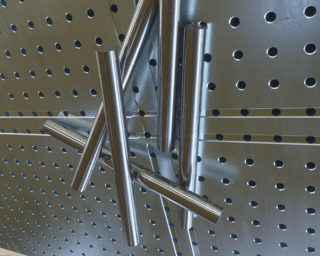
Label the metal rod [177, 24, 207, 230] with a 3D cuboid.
[{"bbox_3d":[0.037,0.021,0.402,0.025,0.025,0.298,13,124,21],"label":"metal rod"}]

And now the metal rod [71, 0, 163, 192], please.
[{"bbox_3d":[-0.064,-0.029,0.397,0.025,0.025,0.298,31,119,8],"label":"metal rod"}]

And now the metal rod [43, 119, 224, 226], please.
[{"bbox_3d":[-0.051,0.055,0.449,0.301,0.025,0.025,25,127,20],"label":"metal rod"}]

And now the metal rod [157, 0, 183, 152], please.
[{"bbox_3d":[0.010,-0.096,0.335,0.025,0.025,0.298,15,128,19],"label":"metal rod"}]

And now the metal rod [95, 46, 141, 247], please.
[{"bbox_3d":[-0.050,0.044,0.406,0.025,0.025,0.298,10,122,22],"label":"metal rod"}]
